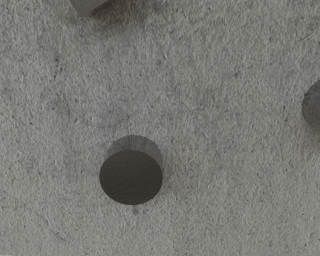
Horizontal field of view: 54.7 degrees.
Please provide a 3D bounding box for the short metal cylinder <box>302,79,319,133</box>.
[{"bbox_3d":[0.230,-0.023,0.390,0.081,0.050,0.079,0,110,0],"label":"short metal cylinder"}]

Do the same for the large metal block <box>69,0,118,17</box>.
[{"bbox_3d":[-0.068,-0.176,0.331,0.080,0.050,0.080,-27,108,9],"label":"large metal block"}]

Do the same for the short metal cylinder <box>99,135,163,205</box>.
[{"bbox_3d":[-0.037,0.056,0.417,0.081,0.050,0.079,0,110,0],"label":"short metal cylinder"}]
